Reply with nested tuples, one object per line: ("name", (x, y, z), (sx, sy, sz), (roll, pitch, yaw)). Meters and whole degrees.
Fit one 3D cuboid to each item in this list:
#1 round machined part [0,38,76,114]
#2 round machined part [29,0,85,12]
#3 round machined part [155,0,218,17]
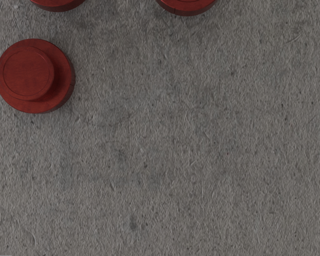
("round machined part", (-0.164, -0.067, 0.400), (0.099, 0.042, 0.097), (0, 90, 0))
("round machined part", (-0.132, -0.198, 0.400), (0.099, 0.042, 0.097), (0, 90, 0))
("round machined part", (0.034, -0.193, 0.401), (0.099, 0.042, 0.097), (0, 90, 0))
